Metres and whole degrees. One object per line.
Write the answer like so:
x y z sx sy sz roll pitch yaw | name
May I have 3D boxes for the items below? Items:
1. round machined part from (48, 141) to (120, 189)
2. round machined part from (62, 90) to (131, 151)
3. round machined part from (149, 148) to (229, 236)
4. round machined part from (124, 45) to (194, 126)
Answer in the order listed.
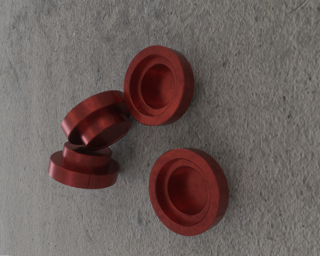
-0.106 0.047 0.446 0.098 0.099 0.042 22 104 38 | round machined part
-0.079 -0.004 0.424 0.098 0.099 0.042 -44 71 31 | round machined part
0.037 0.072 0.363 0.098 0.042 0.097 0 90 40 | round machined part
0.003 -0.051 0.392 0.098 0.042 0.097 0 90 40 | round machined part
